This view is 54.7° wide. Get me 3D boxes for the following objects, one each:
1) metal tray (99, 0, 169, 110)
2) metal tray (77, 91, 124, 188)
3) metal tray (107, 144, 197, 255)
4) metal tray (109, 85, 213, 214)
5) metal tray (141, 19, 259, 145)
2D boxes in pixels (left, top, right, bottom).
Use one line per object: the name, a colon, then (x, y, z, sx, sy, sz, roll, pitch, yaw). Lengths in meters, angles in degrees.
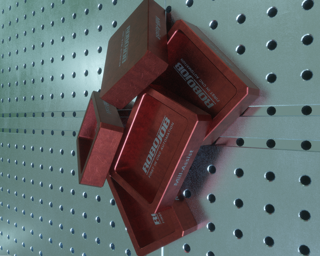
metal tray: (-0.032, -0.097, 0.391, 0.090, 0.030, 0.130, -37, 37, 33)
metal tray: (-0.089, 0.011, 0.437, 0.089, 0.030, 0.130, -67, 24, 18)
metal tray: (-0.017, 0.094, 0.418, 0.090, 0.030, 0.130, -40, 66, 32)
metal tray: (-0.005, 0.023, 0.369, 0.090, 0.030, 0.129, 35, 111, 34)
metal tray: (0.041, -0.054, 0.370, 0.090, 0.030, 0.130, -51, 61, 27)
